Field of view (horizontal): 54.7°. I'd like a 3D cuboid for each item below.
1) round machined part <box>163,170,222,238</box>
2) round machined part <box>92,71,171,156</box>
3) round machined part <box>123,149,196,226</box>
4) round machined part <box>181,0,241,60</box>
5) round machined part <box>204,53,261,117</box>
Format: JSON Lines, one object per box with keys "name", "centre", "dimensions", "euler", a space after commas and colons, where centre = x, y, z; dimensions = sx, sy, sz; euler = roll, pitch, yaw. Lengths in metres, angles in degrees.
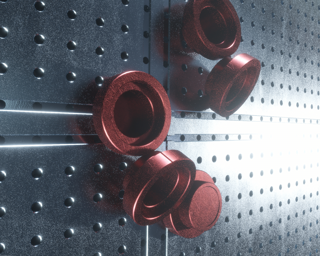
{"name": "round machined part", "centre": [0.051, 0.109, 0.444], "dimensions": [0.099, 0.042, 0.097], "euler": [0, 90, -40]}
{"name": "round machined part", "centre": [-0.037, -0.017, 0.369], "dimensions": [0.099, 0.042, 0.097], "euler": [0, 90, -40]}
{"name": "round machined part", "centre": [-0.005, 0.067, 0.378], "dimensions": [0.099, 0.042, 0.097], "euler": [-29, 138, -29]}
{"name": "round machined part", "centre": [0.071, -0.147, 0.454], "dimensions": [0.099, 0.042, 0.097], "euler": [6, 80, -36]}
{"name": "round machined part", "centre": [0.105, -0.068, 0.469], "dimensions": [0.099, 0.042, 0.097], "euler": [-37, 148, -27]}
